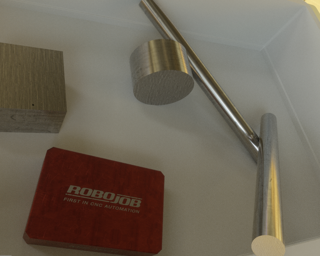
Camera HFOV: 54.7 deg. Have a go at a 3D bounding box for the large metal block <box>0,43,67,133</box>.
[{"bbox_3d":[-0.149,-0.042,0.335,0.081,0.050,0.080,2,61,-28],"label":"large metal block"}]

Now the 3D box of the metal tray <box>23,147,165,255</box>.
[{"bbox_3d":[-0.062,0.079,0.322,0.131,0.030,0.090,16,55,-20],"label":"metal tray"}]

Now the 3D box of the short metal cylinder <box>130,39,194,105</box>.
[{"bbox_3d":[0.002,-0.073,0.417,0.081,0.080,0.050,5,60,-26],"label":"short metal cylinder"}]

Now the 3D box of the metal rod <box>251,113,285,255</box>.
[{"bbox_3d":[0.131,0.040,0.374,0.025,0.025,0.301,42,28,0],"label":"metal rod"}]

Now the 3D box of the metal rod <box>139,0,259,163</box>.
[{"bbox_3d":[0.071,-0.065,0.454,0.299,0.025,0.025,52,51,-4],"label":"metal rod"}]
